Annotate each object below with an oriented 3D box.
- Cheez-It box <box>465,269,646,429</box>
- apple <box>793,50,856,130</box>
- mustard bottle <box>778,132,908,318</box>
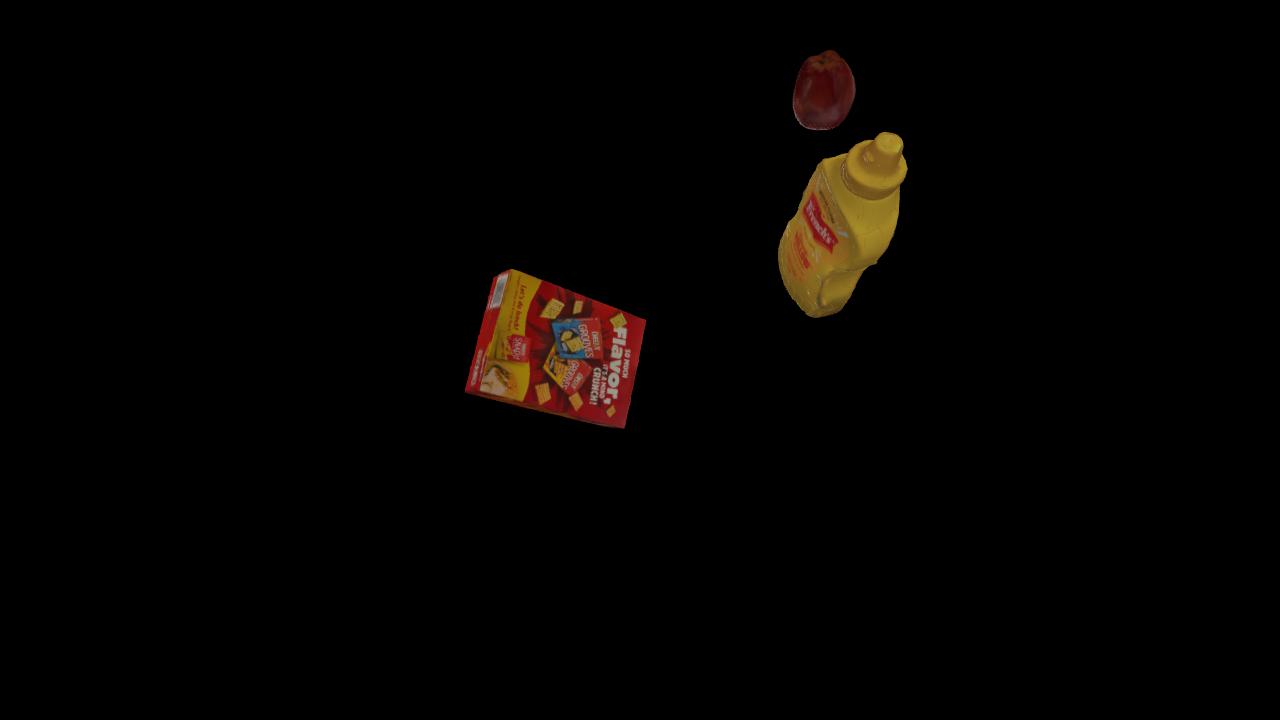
[{"bbox_3d":[-0.109,-0.009,0.849,0.223,0.166,0.071,18,-12,-31],"label":"Cheez-It box"},{"bbox_3d":[0.228,-0.333,0.769,0.079,0.079,0.093,0,-25,14],"label":"apple"},{"bbox_3d":[0.160,-0.110,0.484,0.054,0.092,0.184,-7,-20,-5],"label":"mustard bottle"}]
